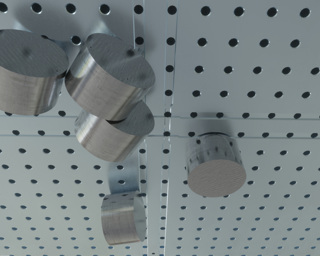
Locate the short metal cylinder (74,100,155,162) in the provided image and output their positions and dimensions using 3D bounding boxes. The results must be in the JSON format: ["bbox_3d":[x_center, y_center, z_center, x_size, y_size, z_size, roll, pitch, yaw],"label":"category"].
[{"bbox_3d":[-0.054,-0.006,0.370,0.080,0.080,0.050,27,125,-21],"label":"short metal cylinder"}]

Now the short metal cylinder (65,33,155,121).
[{"bbox_3d":[-0.052,-0.054,0.329,0.080,0.080,0.050,28,125,-22],"label":"short metal cylinder"}]

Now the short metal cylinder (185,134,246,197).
[{"bbox_3d":[0.078,0.055,0.443,0.081,0.050,0.079,0,130,0],"label":"short metal cylinder"}]

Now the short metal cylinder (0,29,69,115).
[{"bbox_3d":[-0.142,-0.059,0.323,0.081,0.080,0.050,19,127,-16],"label":"short metal cylinder"}]

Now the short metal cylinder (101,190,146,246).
[{"bbox_3d":[-0.056,0.144,0.497,0.050,0.080,0.080,-10,130,7],"label":"short metal cylinder"}]
